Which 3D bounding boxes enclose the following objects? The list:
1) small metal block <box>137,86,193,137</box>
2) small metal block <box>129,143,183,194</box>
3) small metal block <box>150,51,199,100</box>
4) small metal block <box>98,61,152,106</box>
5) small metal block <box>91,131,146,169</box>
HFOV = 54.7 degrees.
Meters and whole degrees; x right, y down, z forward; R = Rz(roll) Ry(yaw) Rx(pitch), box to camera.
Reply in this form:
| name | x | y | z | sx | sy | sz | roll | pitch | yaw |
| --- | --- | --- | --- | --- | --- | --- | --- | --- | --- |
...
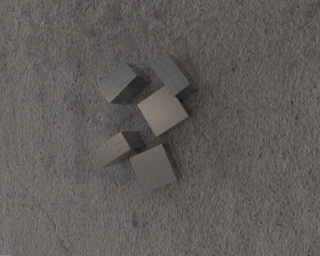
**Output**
| name | x | y | z | sx | sy | sz | roll | pitch | yaw |
| --- | --- | --- | --- | --- | --- | --- | --- | --- | --- |
| small metal block | 0.007 | -0.023 | 0.406 | 0.050 | 0.025 | 0.050 | -34 | 79 | 17 |
| small metal block | -0.005 | 0.053 | 0.411 | 0.050 | 0.025 | 0.050 | -25 | 82 | 18 |
| small metal block | 0.020 | -0.064 | 0.389 | 0.025 | 0.050 | 0.050 | -38 | 78 | 16 |
| small metal block | -0.045 | -0.057 | 0.412 | 0.050 | 0.050 | 0.025 | -43 | 77 | 15 |
| small metal block | -0.054 | 0.028 | 0.415 | 0.050 | 0.050 | 0.025 | -33 | 79 | 17 |
